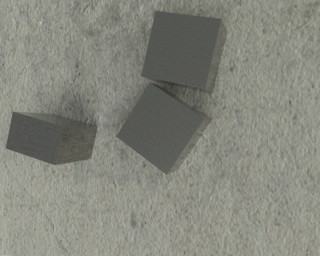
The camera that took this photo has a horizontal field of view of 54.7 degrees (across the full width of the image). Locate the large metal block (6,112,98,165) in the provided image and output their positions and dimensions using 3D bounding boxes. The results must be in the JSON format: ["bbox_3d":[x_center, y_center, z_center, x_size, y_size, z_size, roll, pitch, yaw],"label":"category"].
[{"bbox_3d":[-0.147,0.012,0.430,0.080,0.080,0.050,15,95,19],"label":"large metal block"}]

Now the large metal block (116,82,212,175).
[{"bbox_3d":[0.006,0.000,0.393,0.080,0.050,0.080,36,101,16],"label":"large metal block"}]

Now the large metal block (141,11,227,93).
[{"bbox_3d":[0.031,-0.092,0.384,0.080,0.050,0.079,14,95,19],"label":"large metal block"}]
